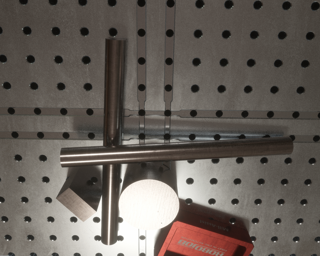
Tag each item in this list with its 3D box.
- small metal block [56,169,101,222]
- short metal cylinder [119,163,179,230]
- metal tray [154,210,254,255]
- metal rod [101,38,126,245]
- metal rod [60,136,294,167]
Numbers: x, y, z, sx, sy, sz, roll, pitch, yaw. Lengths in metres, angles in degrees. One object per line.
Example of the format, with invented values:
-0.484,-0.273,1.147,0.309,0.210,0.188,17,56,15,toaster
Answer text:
-0.111,0.094,0.433,0.025,0.050,0.050,-39,106,13,small metal block
-0.015,0.095,0.435,0.081,0.050,0.079,0,110,-1,short metal cylinder
0.066,0.186,0.480,0.131,0.030,0.089,19,109,-8,metal tray
-0.065,0.032,0.424,0.025,0.025,0.298,4,110,-2,metal rod
0.027,0.031,0.407,0.302,0.025,0.025,-3,110,-7,metal rod
